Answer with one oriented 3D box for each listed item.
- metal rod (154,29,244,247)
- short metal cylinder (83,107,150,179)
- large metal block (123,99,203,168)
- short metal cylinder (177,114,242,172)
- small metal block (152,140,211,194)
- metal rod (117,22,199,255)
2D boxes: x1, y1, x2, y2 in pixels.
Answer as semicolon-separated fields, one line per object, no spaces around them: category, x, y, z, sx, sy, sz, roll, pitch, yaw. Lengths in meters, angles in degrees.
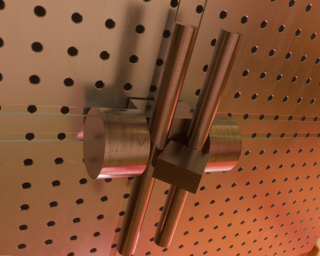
metal rod;0.039;0.031;0.383;0.025;0.025;0.298;1;118;-29
short metal cylinder;-0.052;0.017;0.353;0.050;0.080;0.079;1;118;-29
large metal block;-0.001;0.012;0.397;0.081;0.050;0.079;1;118;-29
short metal cylinder;0.063;0.020;0.418;0.050;0.080;0.079;1;118;-28
small metal block;0.025;0.042;0.349;0.050;0.050;0.025;20;115;11
metal rod;-0.010;0.032;0.357;0.025;0.025;0.298;1;118;-29
